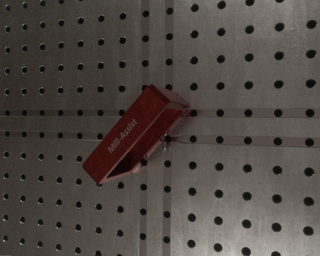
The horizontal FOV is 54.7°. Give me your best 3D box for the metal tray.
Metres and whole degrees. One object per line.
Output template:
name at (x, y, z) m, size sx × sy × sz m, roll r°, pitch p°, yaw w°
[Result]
metal tray at (-0.027, 0.009, 0.386) m, size 0.030 × 0.090 × 0.130 m, roll 45°, pitch 104°, yaw 14°
